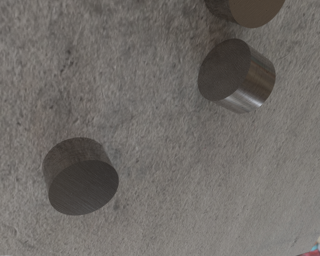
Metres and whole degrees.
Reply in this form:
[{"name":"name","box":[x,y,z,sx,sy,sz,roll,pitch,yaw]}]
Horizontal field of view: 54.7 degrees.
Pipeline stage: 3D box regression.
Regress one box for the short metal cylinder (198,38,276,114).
[{"name":"short metal cylinder","box":[0.094,-0.063,0.385,0.050,0.080,0.080,20,107,-36]}]

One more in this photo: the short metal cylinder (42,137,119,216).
[{"name":"short metal cylinder","box":[-0.096,0.058,0.375,0.081,0.050,0.079,-14,125,-21]}]

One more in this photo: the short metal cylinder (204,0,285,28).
[{"name":"short metal cylinder","box":[0.096,-0.158,0.347,0.081,0.050,0.079,-14,125,-21]}]
